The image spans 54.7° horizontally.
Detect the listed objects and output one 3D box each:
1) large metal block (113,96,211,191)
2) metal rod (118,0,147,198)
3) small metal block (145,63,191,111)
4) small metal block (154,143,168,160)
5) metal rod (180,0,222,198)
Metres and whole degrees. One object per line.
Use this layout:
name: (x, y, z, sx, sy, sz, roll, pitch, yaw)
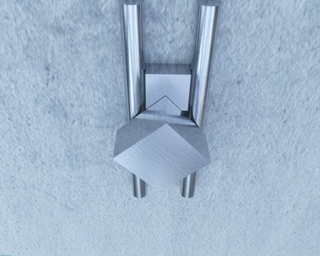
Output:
large metal block: (0.003, 0.022, 0.375, 0.080, 0.050, 0.080, -33, 123, 25)
metal rod: (-0.030, -0.011, 0.400, 0.025, 0.025, 0.298, 0, 130, -1)
small metal block: (0.009, -0.048, 0.366, 0.050, 0.025, 0.050, 0, 130, -1)
small metal block: (0.007, 0.040, 0.441, 0.050, 0.025, 0.050, 0, 130, -1)
metal rod: (0.046, -0.011, 0.401, 0.025, 0.025, 0.298, 0, 130, -1)
